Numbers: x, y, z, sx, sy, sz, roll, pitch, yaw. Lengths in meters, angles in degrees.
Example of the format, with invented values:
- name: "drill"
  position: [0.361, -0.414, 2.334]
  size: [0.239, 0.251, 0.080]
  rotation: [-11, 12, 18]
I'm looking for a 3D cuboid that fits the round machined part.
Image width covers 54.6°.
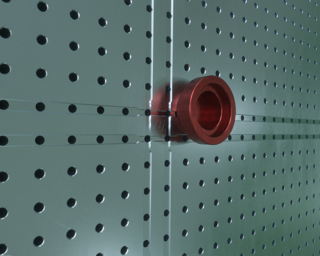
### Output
- name: "round machined part"
  position: [0.063, -0.025, 0.450]
  size: [0.099, 0.042, 0.097]
  rotation: [0, 90, -40]
